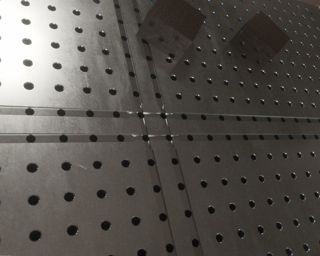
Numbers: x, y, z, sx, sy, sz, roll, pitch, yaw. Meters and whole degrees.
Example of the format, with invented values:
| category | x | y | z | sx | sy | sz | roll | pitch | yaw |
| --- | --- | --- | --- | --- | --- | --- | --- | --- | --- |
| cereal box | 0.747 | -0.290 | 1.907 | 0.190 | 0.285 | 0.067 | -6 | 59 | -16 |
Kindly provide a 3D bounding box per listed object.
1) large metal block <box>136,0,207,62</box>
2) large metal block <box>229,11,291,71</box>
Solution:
| category | x | y | z | sx | sy | sz | roll | pitch | yaw |
| --- | --- | --- | --- | --- | --- | --- | --- | --- | --- |
| large metal block | 0.020 | -0.168 | 0.507 | 0.080 | 0.050 | 0.080 | 32 | 51 | -8 |
| large metal block | 0.196 | -0.172 | 0.606 | 0.080 | 0.050 | 0.080 | 45 | 51 | 2 |
